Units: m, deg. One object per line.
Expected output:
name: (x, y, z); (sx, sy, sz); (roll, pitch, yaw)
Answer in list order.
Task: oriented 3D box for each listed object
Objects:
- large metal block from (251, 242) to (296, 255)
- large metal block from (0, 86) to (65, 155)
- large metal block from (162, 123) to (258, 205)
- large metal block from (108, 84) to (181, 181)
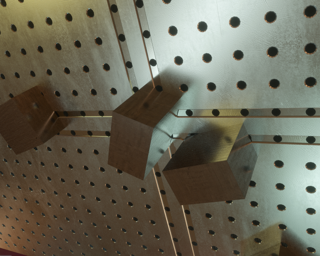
large metal block: (0.169, 0.222, 0.443); (0.080, 0.050, 0.080); (41, 129, -1)
large metal block: (-0.216, -0.011, 0.499); (0.080, 0.050, 0.080); (-19, 108, 35)
large metal block: (0.062, 0.043, 0.369); (0.080, 0.080, 0.050); (-15, 110, 34)
large metal block: (-0.019, 0.003, 0.387); (0.050, 0.080, 0.079); (22, 127, 14)
